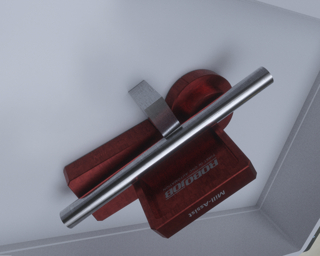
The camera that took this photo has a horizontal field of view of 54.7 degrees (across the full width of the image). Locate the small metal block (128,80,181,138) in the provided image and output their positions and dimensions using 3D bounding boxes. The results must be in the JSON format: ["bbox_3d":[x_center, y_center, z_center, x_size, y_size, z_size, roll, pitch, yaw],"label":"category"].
[{"bbox_3d":[-0.007,-0.024,0.374,0.025,0.050,0.050,-38,130,-3],"label":"small metal block"}]

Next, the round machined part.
[{"bbox_3d":[0.059,-0.025,0.414,0.099,0.042,0.097,-14,125,-21],"label":"round machined part"}]

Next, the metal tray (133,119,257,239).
[{"bbox_3d":[0.036,0.057,0.372,0.130,0.090,0.030,-35,132,3],"label":"metal tray"}]

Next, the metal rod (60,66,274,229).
[{"bbox_3d":[0.008,0.024,0.376,0.301,0.025,0.025,-36,130,1],"label":"metal rod"}]

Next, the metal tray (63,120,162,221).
[{"bbox_3d":[-0.048,0.058,0.415,0.131,0.030,0.090,-31,129,-9],"label":"metal tray"}]
